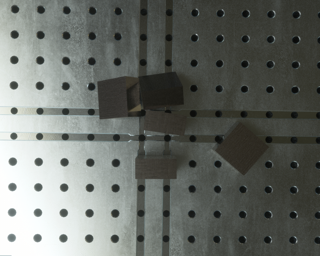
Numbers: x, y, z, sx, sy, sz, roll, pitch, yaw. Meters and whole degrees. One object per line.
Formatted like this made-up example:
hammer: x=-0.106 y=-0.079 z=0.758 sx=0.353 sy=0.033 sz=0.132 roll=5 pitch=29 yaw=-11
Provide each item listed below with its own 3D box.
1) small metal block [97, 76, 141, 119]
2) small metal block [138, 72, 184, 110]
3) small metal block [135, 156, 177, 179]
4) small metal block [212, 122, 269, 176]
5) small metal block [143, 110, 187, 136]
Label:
small metal block: x=-0.053 y=-0.038 z=0.400 sx=0.050 sy=0.025 sz=0.050 roll=-3 pitch=90 yaw=36
small metal block: x=0.000 y=-0.049 z=0.397 sx=0.050 sy=0.050 sz=0.025 roll=-9 pitch=121 yaw=-4
small metal block: x=-0.005 y=0.049 z=0.401 sx=0.050 sy=0.050 sz=0.025 roll=0 pitch=90 yaw=-1
small metal block: x=0.107 y=0.027 z=0.415 sx=0.050 sy=0.025 sz=0.050 roll=41 pitch=90 yaw=-1
small metal block: x=0.006 y=-0.007 z=0.401 sx=0.050 sy=0.050 sz=0.025 roll=8 pitch=92 yaw=-1
